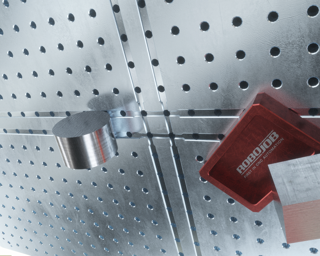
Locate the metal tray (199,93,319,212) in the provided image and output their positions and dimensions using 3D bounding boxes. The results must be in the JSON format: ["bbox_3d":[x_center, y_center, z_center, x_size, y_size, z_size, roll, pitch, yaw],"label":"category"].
[{"bbox_3d":[0.116,0.034,0.367,0.090,0.030,0.129,34,129,5],"label":"metal tray"}]

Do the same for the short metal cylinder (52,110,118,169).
[{"bbox_3d":[-0.105,0.015,0.440,0.080,0.080,0.050,5,121,26],"label":"short metal cylinder"}]

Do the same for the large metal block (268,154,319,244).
[{"bbox_3d":[0.164,0.073,0.323,0.080,0.050,0.080,-14,132,12],"label":"large metal block"}]
